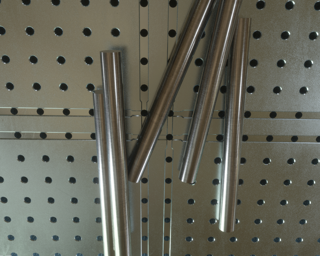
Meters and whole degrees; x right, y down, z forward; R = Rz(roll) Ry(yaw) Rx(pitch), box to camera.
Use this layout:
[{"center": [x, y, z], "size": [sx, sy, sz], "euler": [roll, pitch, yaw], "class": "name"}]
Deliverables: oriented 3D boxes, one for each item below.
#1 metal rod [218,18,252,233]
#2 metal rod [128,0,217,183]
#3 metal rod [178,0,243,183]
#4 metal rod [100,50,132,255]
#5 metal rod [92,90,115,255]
[{"center": [0.098, 0.010, 0.417], "size": [0.025, 0.025, 0.298], "euler": [-1, 110, 0], "class": "metal rod"}, {"center": [0.016, -0.060, 0.391], "size": [0.025, 0.025, 0.298], "euler": [20, 109, -7], "class": "metal rod"}, {"center": [0.064, -0.062, 0.379], "size": [0.025, 0.025, 0.298], "euler": [9, 114, -4], "class": "metal rod"}, {"center": [-0.056, 0.051, 0.411], "size": [0.025, 0.025, 0.298], "euler": [0, 111, 0], "class": "metal rod"}, {"center": [-0.074, 0.093, 0.447], "size": [0.025, 0.025, 0.298], "euler": [0, 110, 0], "class": "metal rod"}]
